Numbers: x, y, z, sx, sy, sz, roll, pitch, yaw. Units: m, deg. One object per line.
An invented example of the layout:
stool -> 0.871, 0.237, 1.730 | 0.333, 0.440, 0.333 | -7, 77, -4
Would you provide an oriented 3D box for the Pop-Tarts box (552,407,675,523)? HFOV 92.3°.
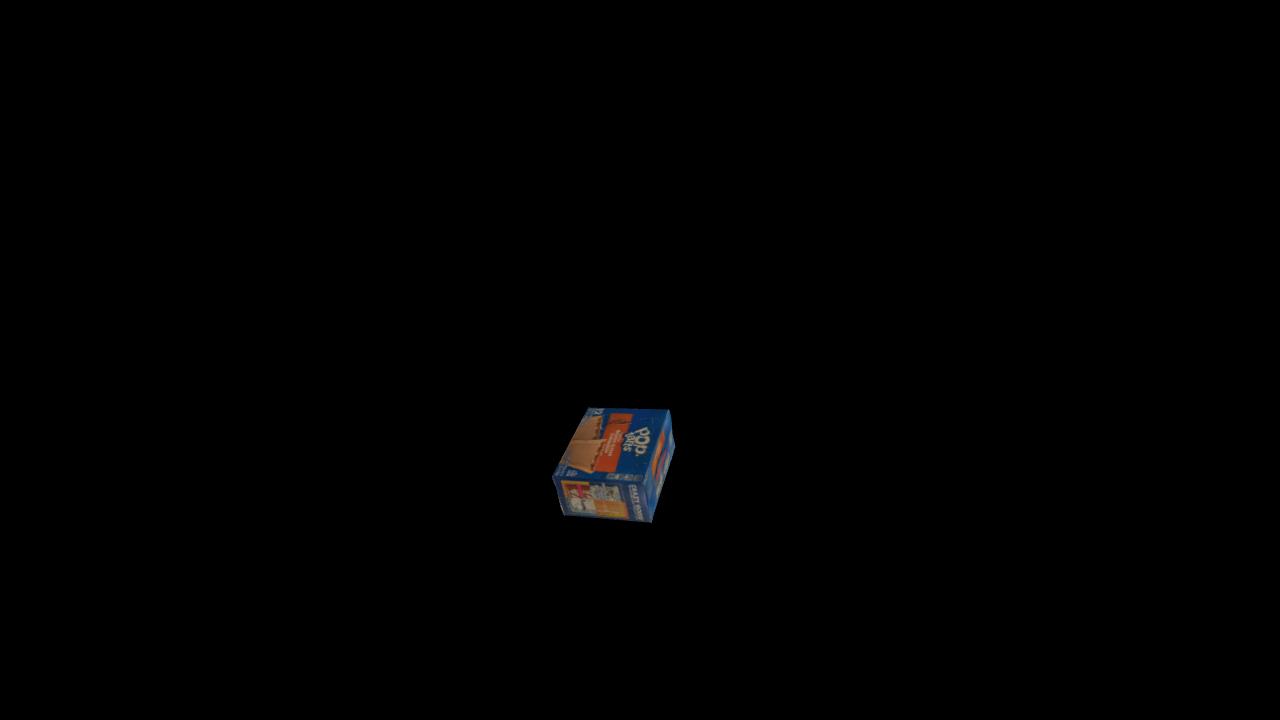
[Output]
Pop-Tarts box -> -0.034, 0.155, 0.944 | 0.141, 0.083, 0.167 | 1, 34, 18
